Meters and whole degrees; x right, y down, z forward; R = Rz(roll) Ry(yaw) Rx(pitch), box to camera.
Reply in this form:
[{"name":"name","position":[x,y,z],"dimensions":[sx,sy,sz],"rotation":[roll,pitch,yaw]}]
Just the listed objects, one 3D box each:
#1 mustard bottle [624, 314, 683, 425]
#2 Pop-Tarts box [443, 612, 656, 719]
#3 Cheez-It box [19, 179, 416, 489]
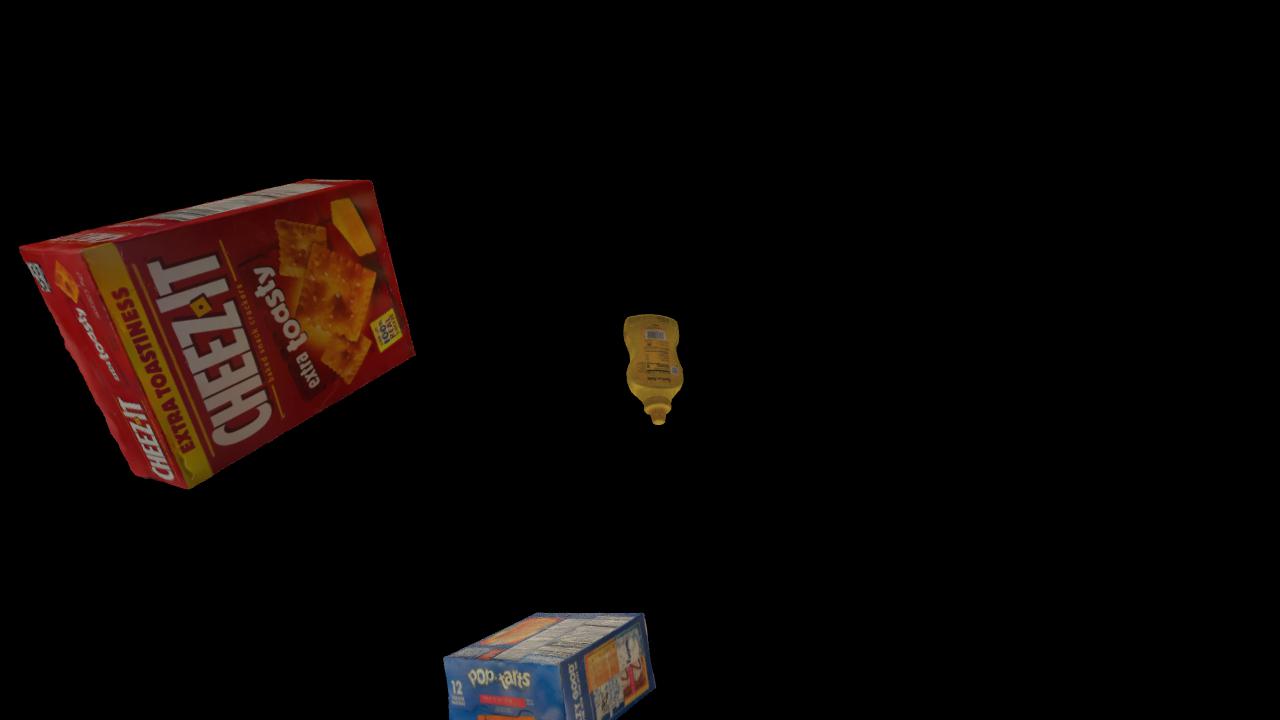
[{"name":"mustard bottle","position":[0.023,0.016,0.962],"dimensions":[0.092,0.184,0.054],"rotation":[6,-32,-18]},{"name":"Pop-Tarts box","position":[-0.093,0.328,0.644],"dimensions":[0.167,0.083,0.141],"rotation":[-16,-10,33]},{"name":"Cheez-It box","position":[-0.285,-0.036,0.466],"dimensions":[0.071,0.166,0.223],"rotation":[6,27,22]}]
